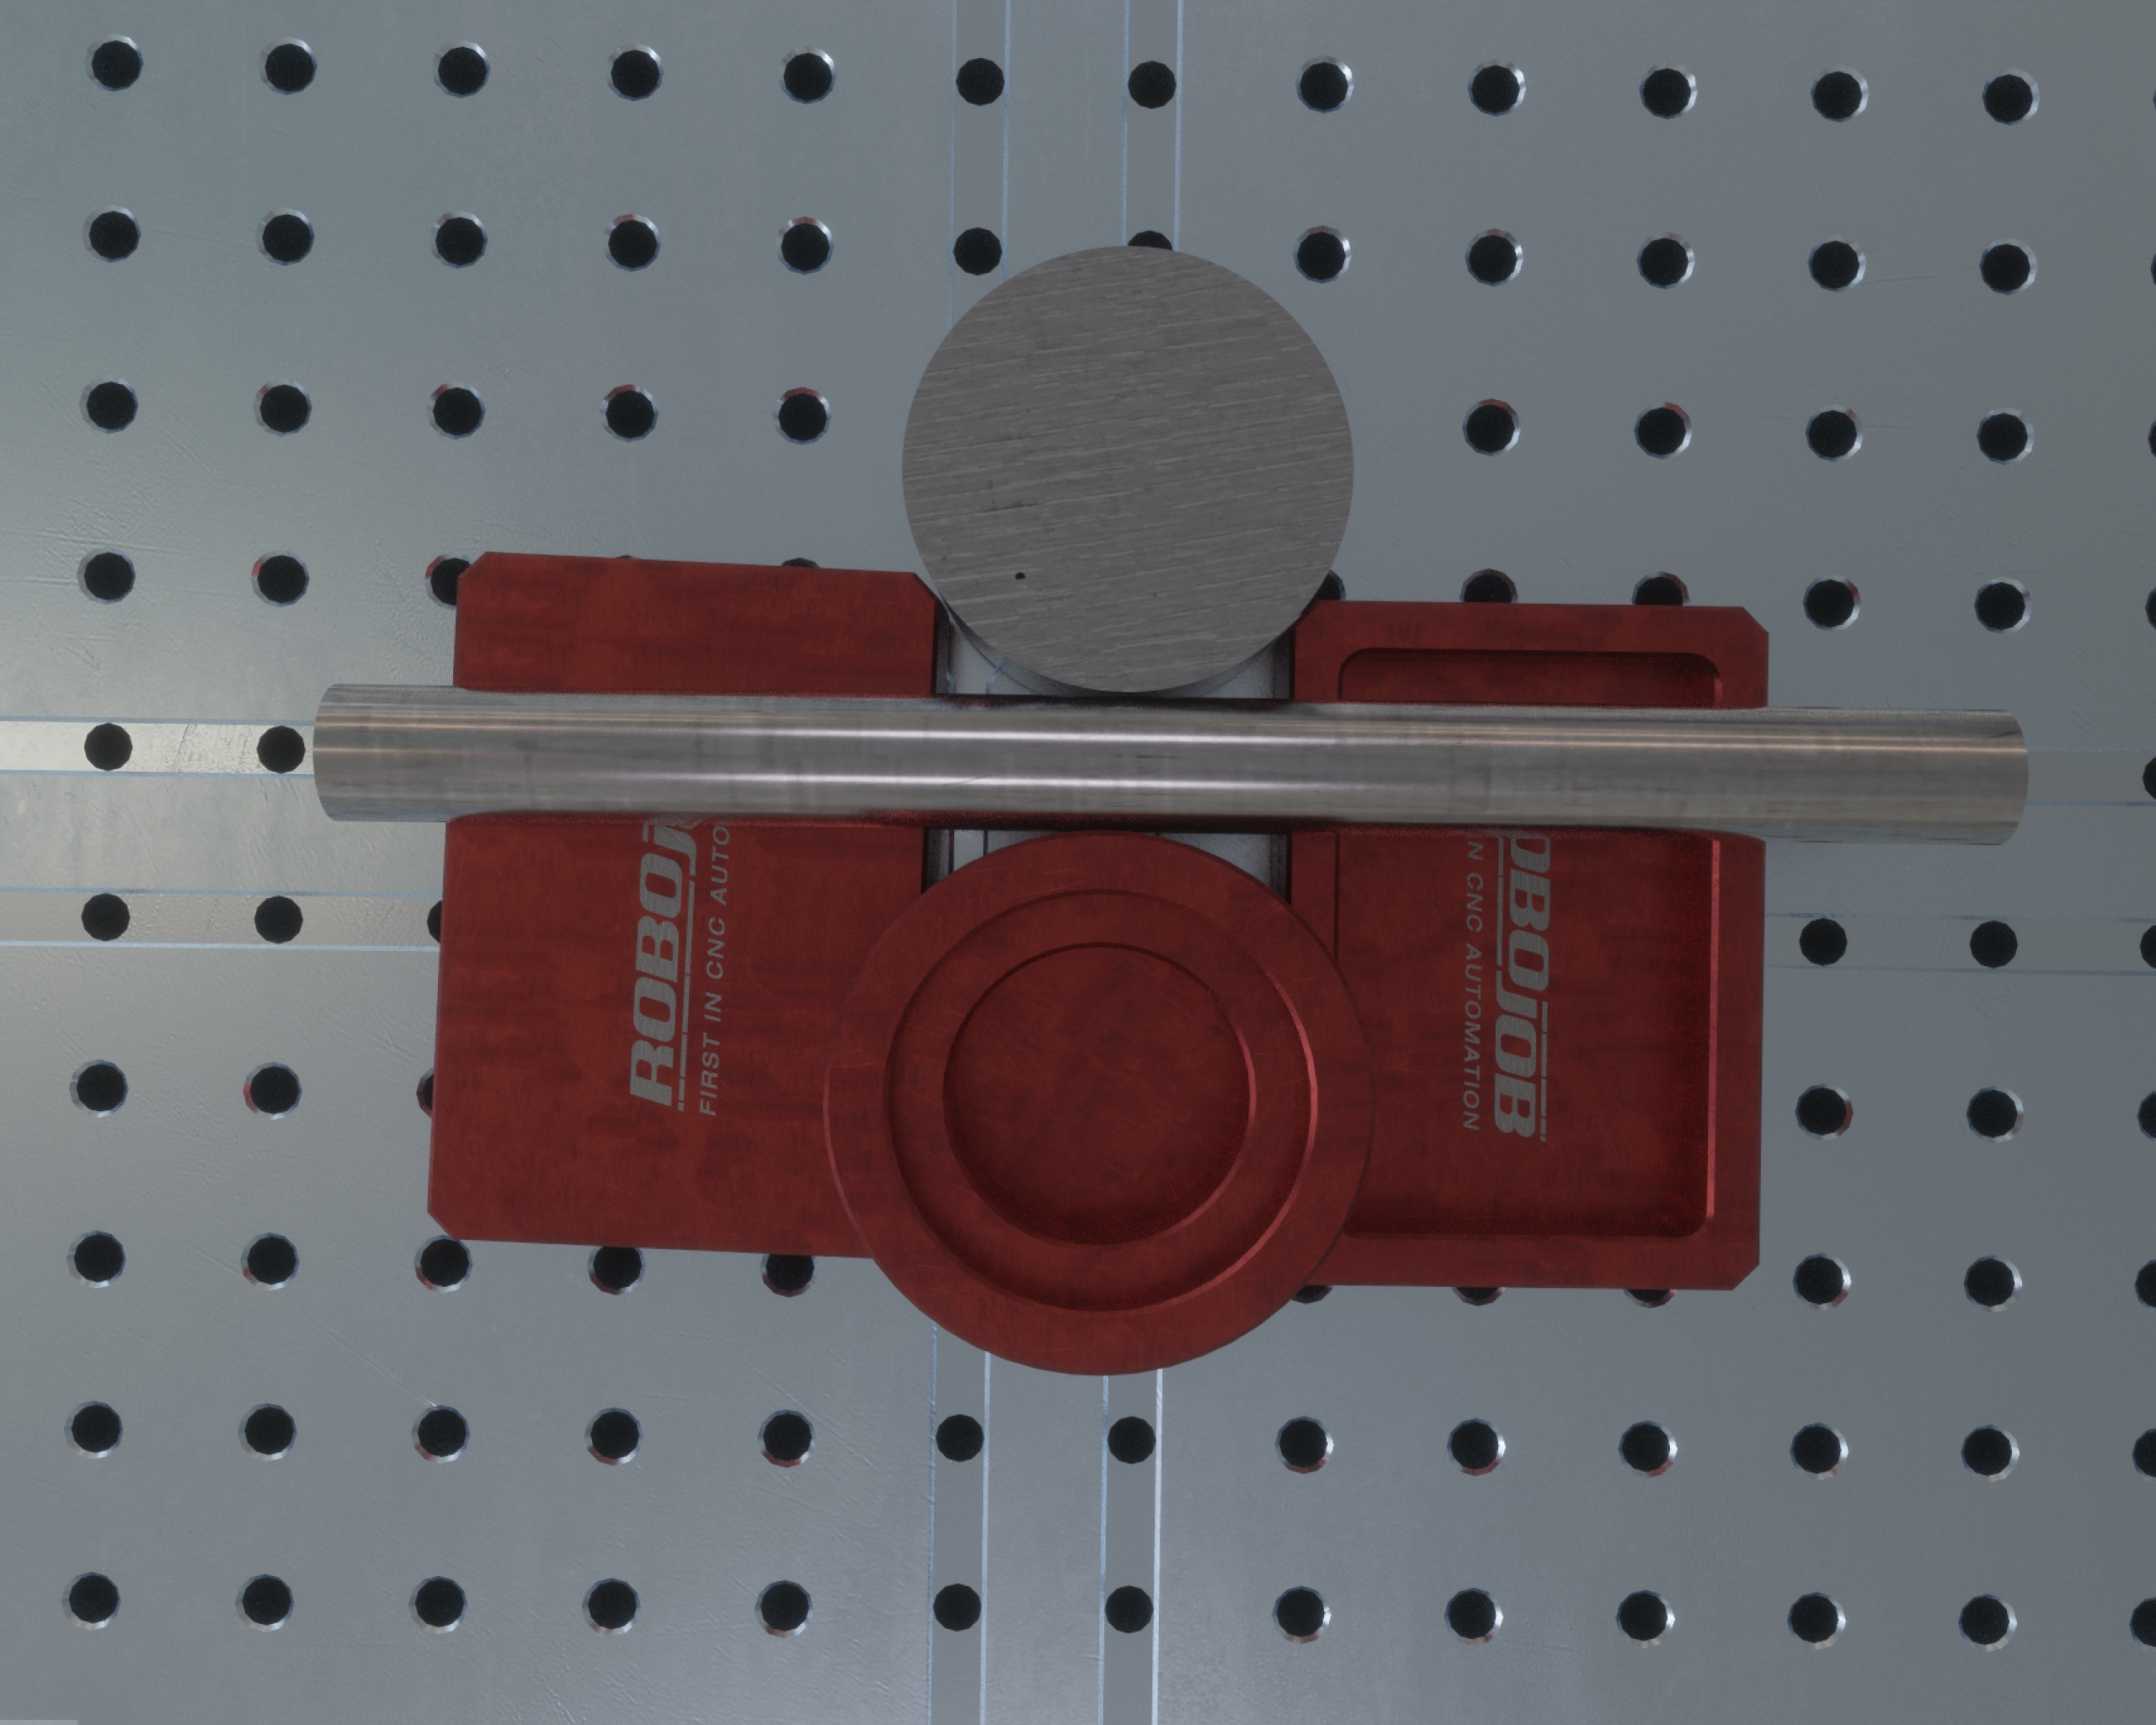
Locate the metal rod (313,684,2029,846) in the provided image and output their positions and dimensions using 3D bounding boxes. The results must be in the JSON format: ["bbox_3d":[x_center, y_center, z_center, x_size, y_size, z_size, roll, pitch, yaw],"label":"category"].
[{"bbox_3d":[0.017,-0.018,0.379,0.302,0.025,0.025,1,90,-1],"label":"metal rod"}]

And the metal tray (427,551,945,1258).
[{"bbox_3d":[-0.074,0.008,0.405,0.091,0.030,0.129,3,90,0],"label":"metal tray"}]

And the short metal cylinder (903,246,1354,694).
[{"bbox_3d":[0.009,-0.070,0.397,0.081,0.050,0.079,0,90,0],"label":"short metal cylinder"}]

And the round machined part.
[{"bbox_3d":[0.004,0.043,0.392,0.099,0.042,0.097,0,90,0],"label":"round machined part"}]

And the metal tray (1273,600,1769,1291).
[{"bbox_3d":[0.084,0.016,0.407,0.091,0.030,0.129,1,90,0],"label":"metal tray"}]
